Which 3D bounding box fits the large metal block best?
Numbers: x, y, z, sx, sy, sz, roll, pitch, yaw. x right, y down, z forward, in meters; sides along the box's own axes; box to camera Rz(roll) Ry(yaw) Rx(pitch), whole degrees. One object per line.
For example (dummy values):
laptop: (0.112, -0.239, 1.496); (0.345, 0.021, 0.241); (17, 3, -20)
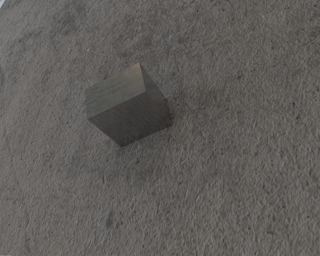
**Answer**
large metal block: (-0.040, -0.027, 0.407); (0.080, 0.080, 0.050); (-24, 53, 14)
